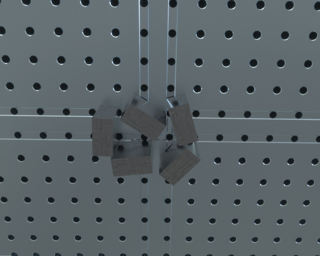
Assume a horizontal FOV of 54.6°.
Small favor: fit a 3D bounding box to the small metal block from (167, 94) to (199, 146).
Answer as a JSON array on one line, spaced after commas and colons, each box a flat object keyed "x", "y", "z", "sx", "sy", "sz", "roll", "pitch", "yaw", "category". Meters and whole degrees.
[{"x": 0.028, "y": -0.012, "z": 0.395, "sx": 0.025, "sy": 0.050, "sz": 0.050, "roll": -15, "pitch": 109, "yaw": 5, "category": "small metal block"}]

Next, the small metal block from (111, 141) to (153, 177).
[{"x": -0.035, "y": 0.040, "z": 0.414, "sx": 0.050, "sy": 0.050, "sz": 0.025, "roll": -5, "pitch": 110, "yaw": 1, "category": "small metal block"}]

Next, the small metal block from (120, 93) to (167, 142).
[{"x": -0.020, "y": -0.015, "z": 0.394, "sx": 0.050, "sy": 0.050, "sz": 0.025, "roll": 32, "pitch": 108, "yaw": -12, "category": "small metal block"}]

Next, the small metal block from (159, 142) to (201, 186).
[{"x": 0.025, "y": 0.041, "z": 0.415, "sx": 0.025, "sy": 0.050, "sz": 0.050, "roll": 41, "pitch": 105, "yaw": -13, "category": "small metal block"}]

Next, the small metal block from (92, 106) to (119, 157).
[{"x": -0.070, "y": 0.003, "z": 0.401, "sx": 0.025, "sy": 0.050, "sz": 0.050, "roll": 3, "pitch": 111, "yaw": -1, "category": "small metal block"}]
